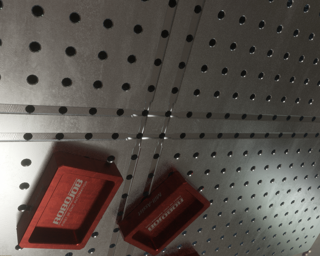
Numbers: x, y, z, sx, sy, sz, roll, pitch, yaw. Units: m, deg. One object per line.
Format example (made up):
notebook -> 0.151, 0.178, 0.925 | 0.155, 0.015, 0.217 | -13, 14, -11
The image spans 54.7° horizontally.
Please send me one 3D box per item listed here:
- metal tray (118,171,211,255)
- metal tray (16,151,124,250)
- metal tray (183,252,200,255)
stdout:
metal tray -> 0.009, 0.141, 0.501 | 0.130, 0.030, 0.090 | -43, 130, 1
metal tray -> -0.118, 0.100, 0.406 | 0.091, 0.030, 0.129 | 20, 108, -36
metal tray -> 0.019, 0.300, 0.607 | 0.131, 0.030, 0.089 | -5, 121, -27
